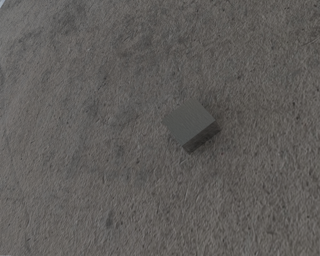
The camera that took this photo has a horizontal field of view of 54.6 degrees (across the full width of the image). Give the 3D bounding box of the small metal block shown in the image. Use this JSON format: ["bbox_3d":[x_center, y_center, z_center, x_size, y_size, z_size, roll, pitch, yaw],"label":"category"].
[{"bbox_3d":[0.039,-0.004,0.387,0.050,0.025,0.050,-38,51,3],"label":"small metal block"}]
